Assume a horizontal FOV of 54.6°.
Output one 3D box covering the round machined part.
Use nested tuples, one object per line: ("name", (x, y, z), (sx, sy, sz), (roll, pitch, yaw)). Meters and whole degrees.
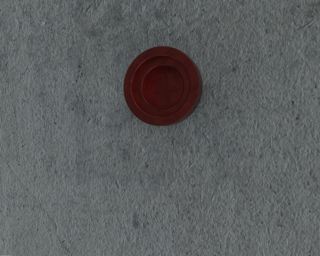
("round machined part", (0.006, -0.051, 0.398), (0.098, 0.042, 0.097), (0, 90, 20))
